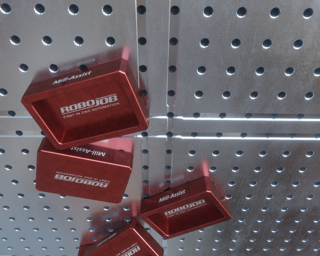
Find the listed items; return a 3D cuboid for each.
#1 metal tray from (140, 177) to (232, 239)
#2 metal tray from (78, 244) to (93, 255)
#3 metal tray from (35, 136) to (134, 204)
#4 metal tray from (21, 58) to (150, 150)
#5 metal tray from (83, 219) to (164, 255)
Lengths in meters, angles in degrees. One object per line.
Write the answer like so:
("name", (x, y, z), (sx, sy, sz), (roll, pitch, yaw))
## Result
("metal tray", (0.043, 0.139, 0.526), (0.130, 0.030, 0.090), (-25, 126, 19))
("metal tray", (-0.092, 0.270, 0.637), (0.130, 0.030, 0.090), (-12, 129, 9))
("metal tray", (-0.113, 0.066, 0.463), (0.131, 0.030, 0.089), (12, 129, -11))
("metal tray", (-0.088, -0.025, 0.385), (0.130, 0.030, 0.090), (-13, 129, 11))
("metal tray", (-0.069, 0.238, 0.574), (0.130, 0.030, 0.090), (-37, 100, 15))
